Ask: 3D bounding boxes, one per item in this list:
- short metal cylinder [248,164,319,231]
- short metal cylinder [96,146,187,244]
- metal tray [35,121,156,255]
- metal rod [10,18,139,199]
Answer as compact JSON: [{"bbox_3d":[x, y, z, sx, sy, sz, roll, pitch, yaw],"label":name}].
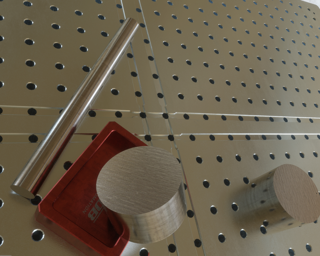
[{"bbox_3d":[0.170,0.096,0.425,0.081,0.050,0.080,14,56,-21],"label":"short metal cylinder"},{"bbox_3d":[-0.016,0.064,0.303,0.080,0.050,0.080,-6,42,6],"label":"short metal cylinder"},{"bbox_3d":[-0.055,0.064,0.335,0.090,0.030,0.130,37,51,-4],"label":"metal tray"},{"bbox_3d":[-0.088,-0.049,0.390,0.025,0.025,0.300,29,52,-10],"label":"metal rod"}]
